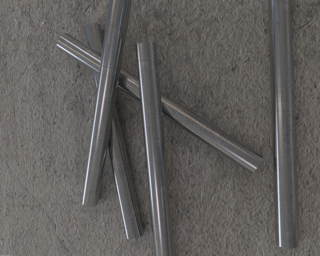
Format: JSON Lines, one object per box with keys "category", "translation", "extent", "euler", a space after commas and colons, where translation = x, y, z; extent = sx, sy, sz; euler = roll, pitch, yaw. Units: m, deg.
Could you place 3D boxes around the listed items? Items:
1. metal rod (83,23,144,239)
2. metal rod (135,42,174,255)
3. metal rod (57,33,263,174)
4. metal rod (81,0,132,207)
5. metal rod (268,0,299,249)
{"category": "metal rod", "translation": [-0.065, 0.001, 0.431], "extent": [0.025, 0.025, 0.298], "euler": [-14, 85, 19]}
{"category": "metal rod", "translation": [-0.004, 0.049, 0.382], "extent": [0.025, 0.025, 0.298], "euler": [-1, 100, 20]}
{"category": "metal rod", "translation": [-0.008, -0.037, 0.395], "extent": [0.301, 0.025, 0.025], "euler": [33, 101, 10]}
{"category": "metal rod", "translation": [-0.070, -0.030, 0.393], "extent": [0.025, 0.025, 0.298], "euler": [20, 112, 19]}
{"category": "metal rod", "translation": [0.142, -0.015, 0.358], "extent": [0.025, 0.025, 0.298], "euler": [-2, 89, 20]}
